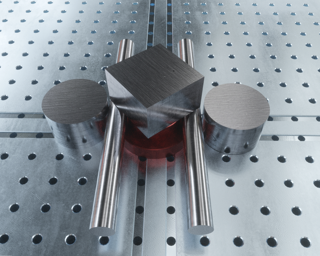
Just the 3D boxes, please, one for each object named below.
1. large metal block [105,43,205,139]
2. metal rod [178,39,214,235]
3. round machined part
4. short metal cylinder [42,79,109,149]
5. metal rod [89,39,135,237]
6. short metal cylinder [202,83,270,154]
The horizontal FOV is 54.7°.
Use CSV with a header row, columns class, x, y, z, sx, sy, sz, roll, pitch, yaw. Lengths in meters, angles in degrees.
class,x,y,z,sx,sy,sz,roll,pitch,yaw
large metal block,-0.007,-0.047,0.369,0.081,0.050,0.080,-31,57,-24
metal rod,0.040,-0.016,0.394,0.025,0.025,0.300,0,50,0
round machined part,-0.007,-0.011,0.406,0.099,0.042,0.098,0,50,0
short metal cylinder,-0.107,-0.019,0.407,0.080,0.050,0.080,0,50,0
metal rod,-0.054,-0.015,0.393,0.025,0.025,0.300,0,50,0
short metal cylinder,0.095,-0.013,0.402,0.080,0.050,0.080,0,50,0
